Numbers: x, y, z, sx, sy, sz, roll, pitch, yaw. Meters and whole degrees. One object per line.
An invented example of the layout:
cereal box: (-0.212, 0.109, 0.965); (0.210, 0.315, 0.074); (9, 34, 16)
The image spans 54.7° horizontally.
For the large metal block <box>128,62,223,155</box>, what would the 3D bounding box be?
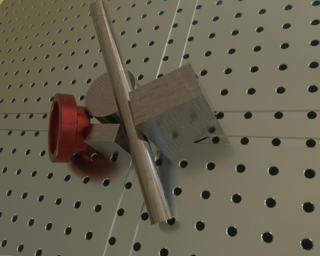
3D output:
large metal block: (0.020, -0.020, 0.374); (0.080, 0.080, 0.050); (-24, 53, 13)

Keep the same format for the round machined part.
round machined part: (-0.129, 0.001, 0.442); (0.098, 0.042, 0.097); (-14, 73, 61)

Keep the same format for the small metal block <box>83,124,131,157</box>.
small metal block: (-0.065, 0.017, 0.414); (0.050, 0.050, 0.025); (0, 62, 28)

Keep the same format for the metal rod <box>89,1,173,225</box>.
metal rod: (-0.042, -0.032, 0.387); (0.025, 0.025, 0.299); (-22, 73, 14)

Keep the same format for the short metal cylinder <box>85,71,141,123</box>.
short metal cylinder: (-0.059, -0.038, 0.445); (0.080, 0.050, 0.080); (-13, 56, 20)
